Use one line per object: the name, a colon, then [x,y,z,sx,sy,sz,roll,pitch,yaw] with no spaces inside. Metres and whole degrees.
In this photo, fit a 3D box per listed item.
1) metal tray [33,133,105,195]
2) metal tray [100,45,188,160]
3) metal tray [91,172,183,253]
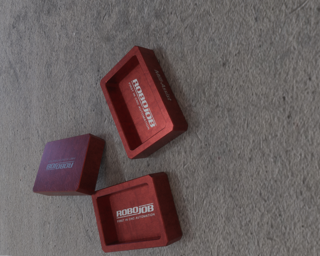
metal tray: [-0.151,0.063,0.506,0.130,0.030,0.090,-11,62,39]
metal tray: [-0.026,-0.034,0.423,0.090,0.030,0.130,-36,68,34]
metal tray: [-0.038,0.120,0.432,0.130,0.030,0.090,-23,75,37]
